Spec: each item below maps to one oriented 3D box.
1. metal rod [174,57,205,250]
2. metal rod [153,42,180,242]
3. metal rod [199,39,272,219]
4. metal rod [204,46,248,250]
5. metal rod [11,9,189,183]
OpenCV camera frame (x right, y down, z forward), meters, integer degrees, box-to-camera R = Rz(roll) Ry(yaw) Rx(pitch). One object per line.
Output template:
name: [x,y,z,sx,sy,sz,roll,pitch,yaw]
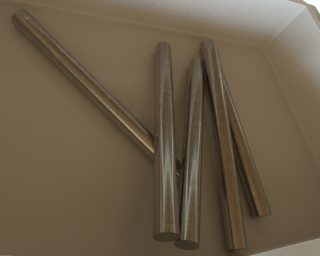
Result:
metal rod: [0.043,0.005,0.403,0.025,0.025,0.300,23,46,-15]
metal rod: [0.006,-0.011,0.389,0.025,0.025,0.300,17,46,-19]
metal rod: [0.108,-0.015,0.475,0.025,0.025,0.299,3,60,-27]
metal rod: [0.087,0.011,0.434,0.025,0.025,0.299,10,61,-23]
metal rod: [-0.073,-0.037,0.390,0.300,0.025,0.025,44,51,2]
